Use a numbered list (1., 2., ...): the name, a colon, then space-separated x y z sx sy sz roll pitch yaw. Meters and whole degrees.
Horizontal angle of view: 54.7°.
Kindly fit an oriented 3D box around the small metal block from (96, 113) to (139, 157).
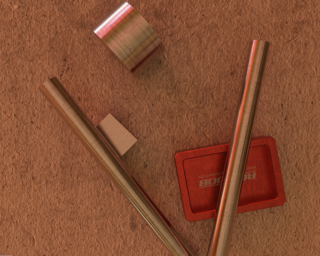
1. small metal block: -0.064 0.016 0.409 0.050 0.025 0.050 45 90 0

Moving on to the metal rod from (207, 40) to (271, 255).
1. metal rod: 0.093 0.042 0.380 0.025 0.025 0.298 11 90 0

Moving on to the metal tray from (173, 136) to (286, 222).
1. metal tray: 0.089 0.065 0.408 0.131 0.030 0.089 -10 90 0

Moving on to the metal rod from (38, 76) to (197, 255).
1. metal rod: -0.044 0.065 0.388 0.025 0.025 0.299 -37 99 0

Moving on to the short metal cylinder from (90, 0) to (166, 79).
1. short metal cylinder: -0.039 -0.107 0.382 0.050 0.080 0.080 -43 90 0
